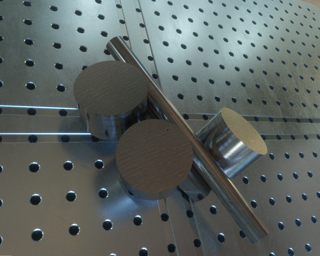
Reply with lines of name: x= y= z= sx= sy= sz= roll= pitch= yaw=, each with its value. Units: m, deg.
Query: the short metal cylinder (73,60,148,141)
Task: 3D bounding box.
short metal cylinder: x=-0.055 y=-0.032 z=0.360 sx=0.081 sy=0.050 sz=0.080 roll=2 pitch=56 yaw=-2

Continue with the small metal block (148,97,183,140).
small metal block: x=-0.005 y=-0.011 z=0.408 sx=0.050 sy=0.025 sz=0.050 roll=40 pitch=51 yaw=-1

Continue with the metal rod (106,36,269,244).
metal rod: x=0.027 y=0.006 z=0.382 sx=0.025 sy=0.025 sz=0.299 roll=-29 pitch=77 yaw=-37

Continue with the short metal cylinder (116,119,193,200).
short metal cylinder: x=-0.007 y=0.036 z=0.344 sx=0.081 sy=0.050 sz=0.080 roll=1 pitch=68 yaw=-3

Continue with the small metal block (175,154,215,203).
small metal block: x=0.045 y=0.057 z=0.393 sx=0.050 sy=0.025 sz=0.050 roll=42 pitch=51 yaw=1

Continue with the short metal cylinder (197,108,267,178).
short metal cylinder: x=0.094 y=0.019 z=0.410 sx=0.080 sy=0.050 sz=0.080 roll=32 pitch=29 yaw=-20
